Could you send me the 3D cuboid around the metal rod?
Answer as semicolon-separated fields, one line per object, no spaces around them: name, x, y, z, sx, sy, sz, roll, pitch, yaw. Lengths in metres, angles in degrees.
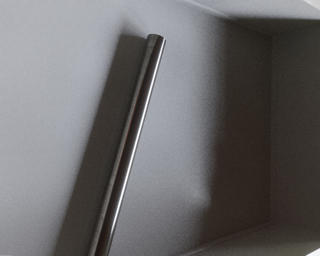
metal rod;-0.041;0.027;0.371;0.025;0.025;0.299;24;75;-38
